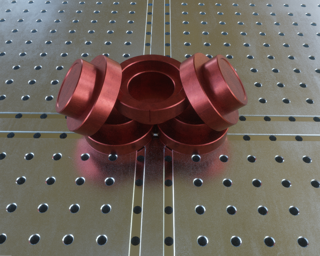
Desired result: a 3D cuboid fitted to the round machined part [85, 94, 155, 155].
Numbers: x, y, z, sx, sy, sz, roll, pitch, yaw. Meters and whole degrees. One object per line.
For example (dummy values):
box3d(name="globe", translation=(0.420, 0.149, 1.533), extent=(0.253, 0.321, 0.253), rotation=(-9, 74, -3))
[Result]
box3d(name="round machined part", translation=(-0.055, -0.016, 0.409), extent=(0.099, 0.042, 0.098), rotation=(0, 50, 0))

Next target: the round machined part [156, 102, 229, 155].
box3d(name="round machined part", translation=(0.043, -0.016, 0.410), extent=(0.099, 0.042, 0.098), rotation=(0, 50, 0))

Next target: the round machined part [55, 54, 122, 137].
box3d(name="round machined part", translation=(-0.089, -0.042, 0.365), extent=(0.042, 0.098, 0.098), rotation=(23, 42, -32))

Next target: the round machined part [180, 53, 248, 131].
box3d(name="round machined part", translation=(0.070, -0.049, 0.372), extent=(0.042, 0.098, 0.098), rotation=(-29, 42, 30))

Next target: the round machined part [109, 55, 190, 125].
box3d(name="round machined part", translation=(-0.010, -0.043, 0.376), extent=(0.099, 0.042, 0.098), rotation=(0, 50, 0))
